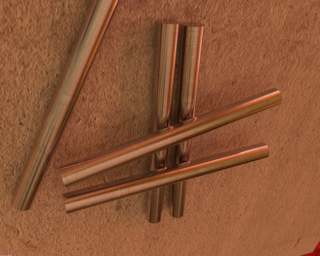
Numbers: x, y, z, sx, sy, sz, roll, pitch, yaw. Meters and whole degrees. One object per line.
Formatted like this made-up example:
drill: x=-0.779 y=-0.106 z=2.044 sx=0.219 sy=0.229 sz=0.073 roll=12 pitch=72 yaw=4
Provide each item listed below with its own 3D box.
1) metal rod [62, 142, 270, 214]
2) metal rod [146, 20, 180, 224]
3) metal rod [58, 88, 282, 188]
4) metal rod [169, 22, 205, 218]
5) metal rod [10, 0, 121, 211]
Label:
metal rod: x=0.024 y=0.062 z=0.424 sx=0.302 sy=0.025 sz=0.025 roll=-11 pitch=123 yaw=-22
metal rod: x=0.000 y=0.012 z=0.413 sx=0.025 sy=0.025 sz=0.298 roll=-10 pitch=123 yaw=-23
metal rod: x=0.026 y=0.006 z=0.390 sx=0.302 sy=0.025 sz=0.025 roll=-20 pitch=126 yaw=-17
metal rod: x=0.033 y=0.010 z=0.430 sx=0.025 sy=0.025 sz=0.298 roll=-12 pitch=123 yaw=-22
metal rod: x=-0.099 y=-0.036 z=0.330 sx=0.025 sy=0.025 sz=0.298 roll=16 pitch=110 yaw=-35
